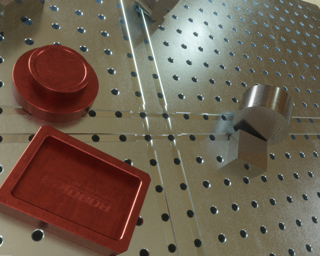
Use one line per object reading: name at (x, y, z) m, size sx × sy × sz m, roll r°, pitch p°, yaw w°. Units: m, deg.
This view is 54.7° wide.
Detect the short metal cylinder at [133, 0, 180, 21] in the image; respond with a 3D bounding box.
short metal cylinder at (-0.002, -0.226, 0.509) m, size 0.050 × 0.080 × 0.080 m, roll 47°, pitch 51°, yaw 4°

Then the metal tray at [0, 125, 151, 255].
metal tray at (-0.083, 0.065, 0.320) m, size 0.131 × 0.030 × 0.090 m, roll 28°, pitch 52°, yaw -11°

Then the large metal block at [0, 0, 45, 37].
large metal block at (-0.203, -0.175, 0.390) m, size 0.080 × 0.050 × 0.080 m, roll 34°, pitch 51°, yaw -6°

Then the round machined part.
round machined part at (-0.121, -0.059, 0.368) m, size 0.099 × 0.042 × 0.098 m, roll 14°, pitch 56°, yaw -21°

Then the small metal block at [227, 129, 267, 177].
small metal block at (0.129, 0.037, 0.455) m, size 0.050 × 0.025 × 0.050 m, roll 25°, pitch 53°, yaw -13°

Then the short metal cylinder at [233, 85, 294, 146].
short metal cylinder at (0.156, -0.018, 0.468) m, size 0.080 × 0.080 × 0.050 m, roll 34°, pitch 51°, yaw -6°
